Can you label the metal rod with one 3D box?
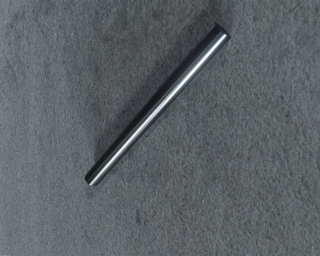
[{"bbox_3d":[-0.019,-0.014,0.418,0.299,0.025,0.025,-47,62,29],"label":"metal rod"}]
